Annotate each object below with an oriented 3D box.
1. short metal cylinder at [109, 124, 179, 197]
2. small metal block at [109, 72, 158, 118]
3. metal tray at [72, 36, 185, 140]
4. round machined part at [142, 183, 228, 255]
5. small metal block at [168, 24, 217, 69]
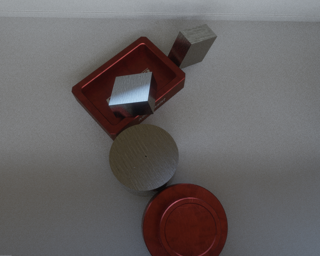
[{"bbox_3d":[-0.018,0.041,0.381,0.081,0.050,0.080,0,70,0],"label":"short metal cylinder"},{"bbox_3d":[-0.033,-0.043,0.397,0.050,0.025,0.050,-5,52,15],"label":"small metal block"},{"bbox_3d":[-0.041,-0.056,0.426,0.130,0.030,0.090,-40,75,-14],"label":"metal tray"},{"bbox_3d":[0.030,0.112,0.349,0.099,0.042,0.097,2,80,-9],"label":"round machined part"},{"bbox_3d":[0.044,-0.112,0.430,0.050,0.050,0.025,-26,71,-33],"label":"small metal block"}]
